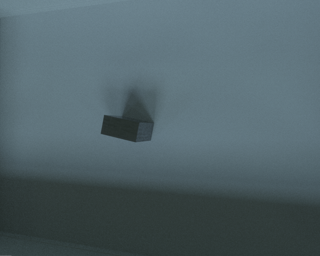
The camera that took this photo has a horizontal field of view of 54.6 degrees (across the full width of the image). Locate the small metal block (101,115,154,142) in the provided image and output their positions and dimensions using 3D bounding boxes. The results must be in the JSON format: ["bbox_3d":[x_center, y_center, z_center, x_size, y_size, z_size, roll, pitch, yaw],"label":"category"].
[{"bbox_3d":[-0.042,0.000,0.413,0.050,0.050,0.025,12,94,19],"label":"small metal block"}]
